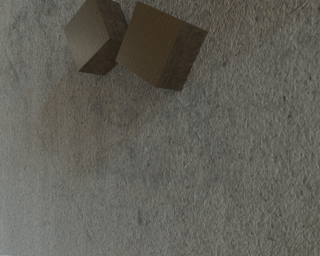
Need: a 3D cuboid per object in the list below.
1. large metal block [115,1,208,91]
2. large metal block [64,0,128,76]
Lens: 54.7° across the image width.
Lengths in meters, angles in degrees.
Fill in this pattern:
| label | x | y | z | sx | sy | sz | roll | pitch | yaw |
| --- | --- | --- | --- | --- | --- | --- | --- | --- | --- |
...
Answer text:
| label | x | y | z | sx | sy | sz | roll | pitch | yaw |
| --- | --- | --- | --- | --- | --- | --- | --- | --- | --- |
| large metal block | 0.000 | -0.102 | 0.389 | 0.080 | 0.050 | 0.079 | 37 | 113 | 34 |
| large metal block | -0.092 | -0.137 | 0.465 | 0.080 | 0.050 | 0.080 | -34 | 69 | 35 |
